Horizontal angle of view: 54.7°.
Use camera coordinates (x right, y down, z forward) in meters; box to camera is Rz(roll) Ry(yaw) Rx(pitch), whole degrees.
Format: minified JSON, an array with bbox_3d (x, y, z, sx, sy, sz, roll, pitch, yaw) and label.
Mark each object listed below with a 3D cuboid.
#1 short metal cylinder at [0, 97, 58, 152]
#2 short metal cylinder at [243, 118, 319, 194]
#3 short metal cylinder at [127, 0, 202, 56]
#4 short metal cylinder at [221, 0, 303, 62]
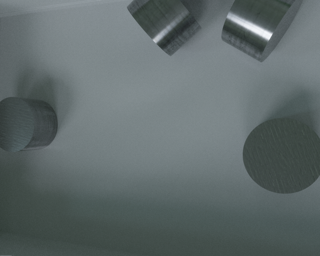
[{"bbox_3d":[-0.205,-0.005,0.470,0.080,0.050,0.080,0,90,20],"label":"short metal cylinder"},{"bbox_3d":[0.137,0.029,0.349,0.080,0.050,0.080,0,90,20],"label":"short metal cylinder"},{"bbox_3d":[0.006,-0.135,0.379,0.050,0.080,0.080,-40,78,16],"label":"short metal cylinder"},{"bbox_3d":[0.112,-0.120,0.342,0.050,0.080,0.080,35,101,16],"label":"short metal cylinder"}]
